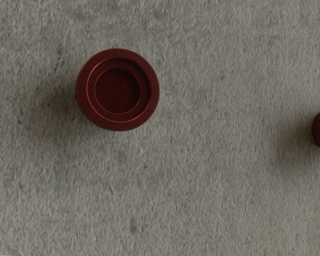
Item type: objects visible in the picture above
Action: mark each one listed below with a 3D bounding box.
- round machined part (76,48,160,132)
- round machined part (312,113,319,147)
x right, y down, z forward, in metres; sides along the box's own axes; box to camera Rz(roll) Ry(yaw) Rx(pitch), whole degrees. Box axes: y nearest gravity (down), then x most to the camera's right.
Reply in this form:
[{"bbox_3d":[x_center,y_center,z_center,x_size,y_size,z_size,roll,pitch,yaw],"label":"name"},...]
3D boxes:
[{"bbox_3d":[-0.054,-0.045,0.381,0.099,0.042,0.097,0,90,-21],"label":"round machined part"},{"bbox_3d":[0.293,0.003,0.511,0.099,0.042,0.097,0,90,-21],"label":"round machined part"}]
